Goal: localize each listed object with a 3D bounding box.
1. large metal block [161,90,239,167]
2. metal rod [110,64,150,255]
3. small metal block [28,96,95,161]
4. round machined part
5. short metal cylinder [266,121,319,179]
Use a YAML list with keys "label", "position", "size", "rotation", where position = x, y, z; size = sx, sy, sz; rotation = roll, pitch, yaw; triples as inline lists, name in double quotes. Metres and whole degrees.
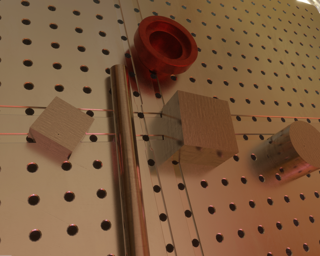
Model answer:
- label: "large metal block"
  position: [0.052, 0.002, 0.420]
  size: [0.081, 0.050, 0.080]
  rotation: [9, 58, -24]
- label: "metal rod"
  position: [-0.036, 0.051, 0.358]
  size: [0.025, 0.025, 0.299]
  rotation: [5, 59, -26]
- label: "small metal block"
  position: [-0.110, 0.000, 0.349]
  size: [0.050, 0.025, 0.050]
  rotation: [32, 51, -8]
- label: "round machined part"
  position: [0.005, -0.121, 0.476]
  size: [0.099, 0.042, 0.098]
  rotation: [14, 56, -21]
- label: "short metal cylinder"
  position: [0.218, 0.035, 0.491]
  size: [0.081, 0.050, 0.080]
  rotation: [14, 56, -21]
